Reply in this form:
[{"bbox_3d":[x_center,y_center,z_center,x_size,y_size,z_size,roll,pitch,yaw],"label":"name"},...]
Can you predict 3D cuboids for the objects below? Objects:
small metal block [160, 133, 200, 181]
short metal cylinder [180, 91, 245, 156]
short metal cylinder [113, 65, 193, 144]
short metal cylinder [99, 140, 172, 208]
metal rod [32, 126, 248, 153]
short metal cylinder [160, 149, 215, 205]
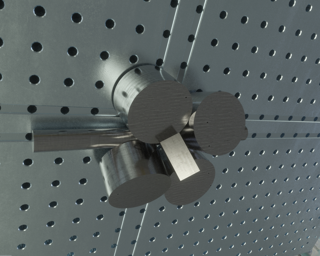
[{"bbox_3d":[0.023,0.037,0.380,0.025,0.050,0.050,-27,170,-4],"label":"small metal block"},{"bbox_3d":[0.063,-0.008,0.403,0.081,0.050,0.079,-3,97,-28],"label":"short metal cylinder"},{"bbox_3d":[-0.009,-0.028,0.368,0.081,0.050,0.079,-14,124,-21],"label":"short metal cylinder"},{"bbox_3d":[-0.032,0.060,0.394,0.081,0.050,0.080,-16,144,-11],"label":"short metal cylinder"},{"bbox_3d":[-0.006,0.011,0.410,0.303,0.025,0.025,-2,119,-28],"label":"metal rod"},{"bbox_3d":[0.032,0.064,0.447,0.081,0.050,0.079,-14,124,-21],"label":"short metal cylinder"}]
